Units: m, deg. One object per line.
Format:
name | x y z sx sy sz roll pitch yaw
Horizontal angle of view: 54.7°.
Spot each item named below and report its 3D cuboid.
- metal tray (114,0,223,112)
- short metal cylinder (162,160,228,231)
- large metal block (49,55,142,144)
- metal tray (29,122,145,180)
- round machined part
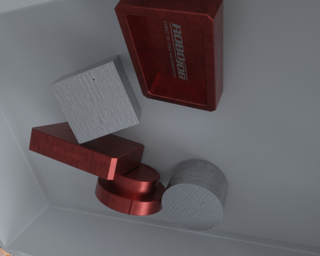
metal tray | 0.016 -0.074 0.314 0.090 0.030 0.130 14 151 19
short metal cylinder | 0.048 0.090 0.416 0.080 0.050 0.079 9 122 15
large metal block | -0.077 -0.037 0.389 0.080 0.050 0.080 -19 111 7
metal tray | -0.099 0.026 0.430 0.130 0.090 0.030 17 103 18
round machined part | -0.038 0.078 0.433 0.098 0.098 0.042 18 103 17
